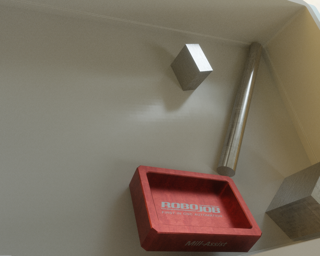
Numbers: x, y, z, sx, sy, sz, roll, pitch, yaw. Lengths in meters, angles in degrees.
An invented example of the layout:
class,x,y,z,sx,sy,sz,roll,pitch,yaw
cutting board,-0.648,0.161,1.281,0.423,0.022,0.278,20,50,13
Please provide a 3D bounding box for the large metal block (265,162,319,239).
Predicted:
class,x,y,z,sx,sy,sz,roll,pitch,yaw
large metal block,0.205,0.097,0.424,0.050,0.080,0.080,47,51,4

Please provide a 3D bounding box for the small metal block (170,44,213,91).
class,x,y,z,sx,sy,sz,roll,pitch,yaw
small metal block,0.047,-0.092,0.473,0.025,0.050,0.050,-11,68,-33

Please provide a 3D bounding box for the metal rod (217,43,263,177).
class,x,y,z,sx,sy,sz,roll,pitch,yaw
metal rod,0.138,-0.048,0.511,0.025,0.025,0.301,31,51,-9

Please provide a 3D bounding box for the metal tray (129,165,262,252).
class,x,y,z,sx,sy,sz,roll,pitch,yaw
metal tray,0.037,0.090,0.346,0.131,0.030,0.090,10,33,-23
